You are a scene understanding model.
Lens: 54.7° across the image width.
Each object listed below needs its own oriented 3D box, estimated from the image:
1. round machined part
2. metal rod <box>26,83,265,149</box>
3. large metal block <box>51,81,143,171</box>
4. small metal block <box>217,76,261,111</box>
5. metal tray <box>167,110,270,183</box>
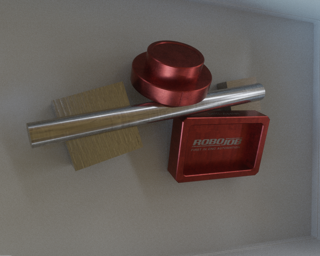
[{"bbox_3d":[0.016,-0.072,0.375,0.099,0.098,0.042,-5,132,-20],"label":"round machined part"},{"bbox_3d":[0.006,-0.022,0.365,0.303,0.025,0.025,-12,95,-27],"label":"metal rod"},{"bbox_3d":[-0.076,-0.003,0.367,0.081,0.050,0.080,-19,97,-19],"label":"large metal block"},{"bbox_3d":[0.116,-0.045,0.453,0.050,0.025,0.050,-12,94,-20],"label":"small metal block"},{"bbox_3d":[0.080,0.023,0.422,0.131,0.030,0.089,-2,110,-21],"label":"metal tray"}]
